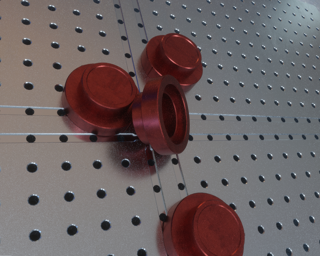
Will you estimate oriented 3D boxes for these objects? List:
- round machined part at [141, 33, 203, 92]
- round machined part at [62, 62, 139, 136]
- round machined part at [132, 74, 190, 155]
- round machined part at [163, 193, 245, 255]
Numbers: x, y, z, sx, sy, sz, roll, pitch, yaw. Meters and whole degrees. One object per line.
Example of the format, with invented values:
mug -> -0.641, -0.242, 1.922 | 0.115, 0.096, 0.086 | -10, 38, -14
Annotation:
round machined part -> 0.024, -0.107, 0.477 | 0.099, 0.042, 0.098 | 14, 56, -21
round machined part -> -0.068, -0.042, 0.388 | 0.099, 0.042, 0.098 | 14, 56, -21
round machined part -> 0.000, -0.015, 0.387 | 0.098, 0.042, 0.097 | -7, 90, -65
round machined part -> 0.057, 0.121, 0.356 | 0.099, 0.042, 0.098 | 14, 56, -21
